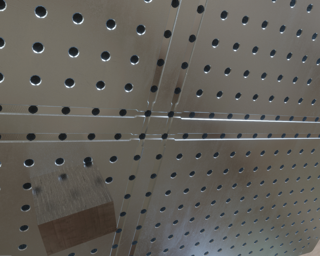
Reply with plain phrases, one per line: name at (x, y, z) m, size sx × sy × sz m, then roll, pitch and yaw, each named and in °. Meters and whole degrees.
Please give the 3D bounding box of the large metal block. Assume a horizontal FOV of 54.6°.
large metal block at (-0.105, 0.092, 0.375) m, size 0.081 × 0.080 × 0.050 m, roll -14°, pitch 124°, yaw -21°
